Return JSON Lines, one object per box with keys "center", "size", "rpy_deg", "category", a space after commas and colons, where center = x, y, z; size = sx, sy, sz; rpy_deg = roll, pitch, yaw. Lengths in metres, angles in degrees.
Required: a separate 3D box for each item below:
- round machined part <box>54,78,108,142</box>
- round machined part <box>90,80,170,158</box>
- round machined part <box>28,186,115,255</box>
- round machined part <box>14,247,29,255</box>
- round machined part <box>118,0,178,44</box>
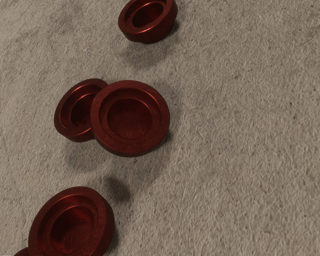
{"center": [-0.103, -0.022, 0.458], "size": [0.098, 0.042, 0.098], "rpy_deg": [-13, 56, 21], "category": "round machined part"}
{"center": [-0.040, -0.009, 0.398], "size": [0.099, 0.042, 0.098], "rpy_deg": [4, 68, -10], "category": "round machined part"}
{"center": [-0.097, 0.122, 0.362], "size": [0.098, 0.042, 0.098], "rpy_deg": [-11, 50, 14], "category": "round machined part"}
{"center": [-0.158, 0.188, 0.359], "size": [0.098, 0.042, 0.098], "rpy_deg": [-13, 56, 20], "category": "round machined part"}
{"center": [-0.016, -0.178, 0.509], "size": [0.098, 0.042, 0.098], "rpy_deg": [-13, 56, 20], "category": "round machined part"}
